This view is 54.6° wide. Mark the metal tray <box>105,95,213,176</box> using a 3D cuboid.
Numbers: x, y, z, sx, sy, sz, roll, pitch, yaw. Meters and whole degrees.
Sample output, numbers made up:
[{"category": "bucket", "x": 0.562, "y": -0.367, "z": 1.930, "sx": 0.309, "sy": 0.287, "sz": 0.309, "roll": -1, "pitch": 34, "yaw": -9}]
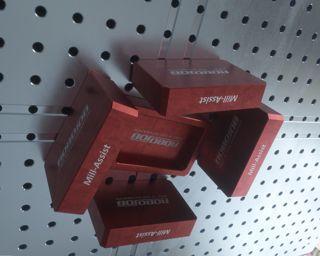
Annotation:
[{"category": "metal tray", "x": -0.002, "y": 0.015, "z": 0.414, "sx": 0.131, "sy": 0.030, "sz": 0.089, "roll": 12, "pitch": 112, "yaw": -34}]

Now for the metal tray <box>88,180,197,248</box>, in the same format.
[{"category": "metal tray", "x": -0.027, "y": 0.111, "z": 0.423, "sx": 0.131, "sy": 0.090, "sz": 0.030, "roll": 4, "pitch": 117, "yaw": -30}]

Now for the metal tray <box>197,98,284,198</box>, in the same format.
[{"category": "metal tray", "x": 0.107, "y": 0.021, "z": 0.439, "sx": 0.030, "sy": 0.090, "sz": 0.129, "roll": 4, "pitch": 116, "yaw": -31}]

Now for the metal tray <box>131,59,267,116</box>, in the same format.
[{"category": "metal tray", "x": 0.043, "y": -0.051, "z": 0.360, "sx": 0.131, "sy": 0.090, "sz": 0.030, "roll": -6, "pitch": 121, "yaw": -25}]

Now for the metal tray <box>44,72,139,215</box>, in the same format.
[{"category": "metal tray", "x": -0.080, "y": 0.015, "z": 0.334, "sx": 0.030, "sy": 0.090, "sz": 0.129, "roll": 20, "pitch": 108, "yaw": -35}]
